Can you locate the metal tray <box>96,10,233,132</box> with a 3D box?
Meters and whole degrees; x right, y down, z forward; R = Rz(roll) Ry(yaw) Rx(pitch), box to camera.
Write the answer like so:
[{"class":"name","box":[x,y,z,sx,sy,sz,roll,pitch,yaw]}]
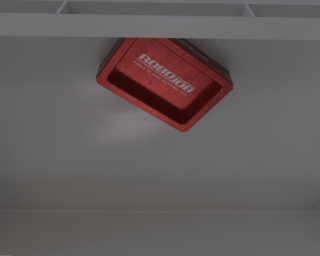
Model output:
[{"class":"metal tray","box":[0.006,-0.058,0.355,0.131,0.030,0.090,30,124,-23]}]
